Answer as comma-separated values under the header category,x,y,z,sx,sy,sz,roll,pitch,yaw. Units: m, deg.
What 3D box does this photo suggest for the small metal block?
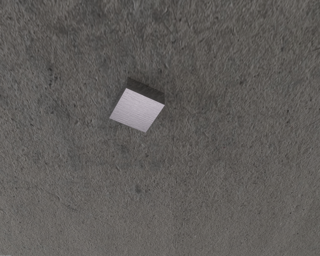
category,x,y,z,sx,sy,sz,roll,pitch,yaw
small metal block,-0.028,-0.028,0.383,0.050,0.025,0.050,23,127,-18
